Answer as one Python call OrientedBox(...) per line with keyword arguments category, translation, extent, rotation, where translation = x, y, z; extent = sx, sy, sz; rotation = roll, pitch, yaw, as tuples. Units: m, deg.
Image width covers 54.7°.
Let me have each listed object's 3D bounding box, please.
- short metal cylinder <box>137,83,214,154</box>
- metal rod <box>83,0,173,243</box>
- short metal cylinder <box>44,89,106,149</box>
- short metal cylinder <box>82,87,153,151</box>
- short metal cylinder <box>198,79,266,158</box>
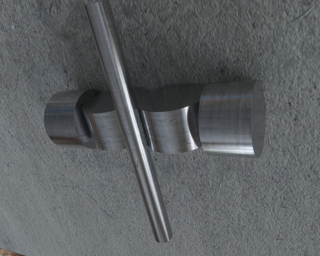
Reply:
OrientedBox(category="short metal cylinder", translation=(0.019, -0.013, 0.354), extent=(0.080, 0.080, 0.050), rotation=(1, 119, 28))
OrientedBox(category="metal rod", translation=(-0.027, 0.014, 0.352), extent=(0.025, 0.025, 0.298), rotation=(1, 119, 28))
OrientedBox(category="short metal cylinder", translation=(-0.108, -0.012, 0.422), extent=(0.050, 0.080, 0.080), rotation=(1, 119, 28))
OrientedBox(category="short metal cylinder", translation=(-0.051, -0.014, 0.391), extent=(0.080, 0.080, 0.050), rotation=(1, 119, 28))
OrientedBox(category="short metal cylinder", translation=(0.078, -0.010, 0.326), extent=(0.050, 0.080, 0.080), rotation=(1, 119, 28))
